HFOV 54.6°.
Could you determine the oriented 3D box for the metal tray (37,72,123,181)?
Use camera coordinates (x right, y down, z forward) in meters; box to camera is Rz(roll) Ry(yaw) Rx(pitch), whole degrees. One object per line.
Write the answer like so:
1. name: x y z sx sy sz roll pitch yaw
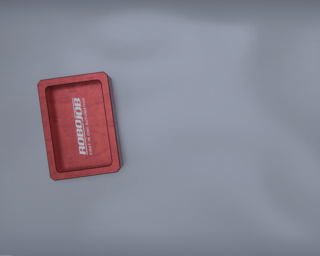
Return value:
1. metal tray: -0.103 -0.002 0.408 0.090 0.030 0.129 -8 90 0
